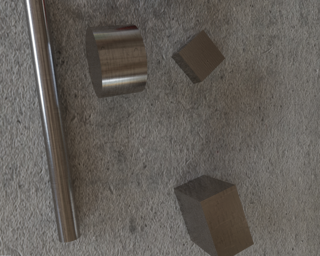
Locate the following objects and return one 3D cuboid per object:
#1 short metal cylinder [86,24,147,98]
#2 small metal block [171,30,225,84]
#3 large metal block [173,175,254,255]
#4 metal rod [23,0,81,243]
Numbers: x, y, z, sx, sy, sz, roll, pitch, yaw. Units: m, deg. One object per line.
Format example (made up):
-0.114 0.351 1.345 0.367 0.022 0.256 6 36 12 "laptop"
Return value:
-0.053 -0.078 0.361 0.050 0.080 0.079 -11 94 -20 "short metal cylinder"
0.053 -0.098 0.430 0.050 0.025 0.050 -46 105 -15 "small metal block"
0.067 0.114 0.406 0.050 0.080 0.080 -21 97 -19 "large metal block"
-0.127 -0.016 0.362 0.025 0.025 0.298 -8 93 -20 "metal rod"
